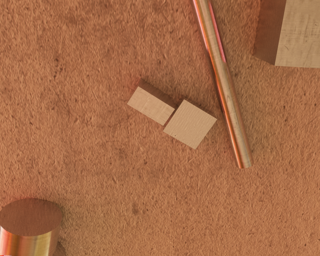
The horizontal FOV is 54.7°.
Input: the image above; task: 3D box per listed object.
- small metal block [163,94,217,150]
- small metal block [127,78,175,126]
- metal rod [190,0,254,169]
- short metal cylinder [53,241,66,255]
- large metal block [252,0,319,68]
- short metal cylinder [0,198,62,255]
[{"bbox_3d":[0.038,-0.008,0.407,0.050,0.025,0.050,30,107,-11],"label":"small metal block"},{"bbox_3d":[-0.010,-0.034,0.384,0.050,0.050,0.025,31,107,-11],"label":"small metal block"},{"bbox_3d":[0.070,-0.083,0.379,0.025,0.025,0.298,-18,109,6],"label":"metal rod"},{"bbox_3d":[-0.190,0.211,0.472,0.081,0.050,0.079,0,110,0],"label":"short metal cylinder"},{"bbox_3d":[0.144,-0.113,0.340,0.050,0.080,0.079,3,110,-1],"label":"large metal block"},{"bbox_3d":[-0.182,0.142,0.431,0.080,0.080,0.050,13,110,-5],"label":"short metal cylinder"}]
